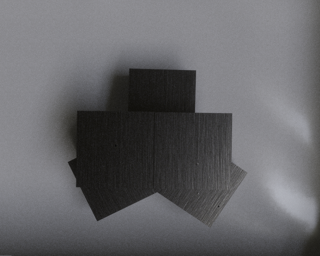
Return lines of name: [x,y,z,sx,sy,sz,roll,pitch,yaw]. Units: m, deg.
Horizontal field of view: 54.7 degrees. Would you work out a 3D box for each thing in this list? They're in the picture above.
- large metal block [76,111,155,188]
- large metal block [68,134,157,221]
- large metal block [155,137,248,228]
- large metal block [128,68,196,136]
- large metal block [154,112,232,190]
large metal block: [-0.046,0.022,0.347,0.081,0.050,0.080,1,90,0]
large metal block: [-0.057,0.059,0.397,0.080,0.050,0.080,-26,90,0]
large metal block: [0.050,0.064,0.396,0.080,0.050,0.080,34,90,0]
large metal block: [0.002,-0.031,0.397,0.081,0.050,0.080,2,90,0]
large metal block: [0.034,0.024,0.346,0.081,0.050,0.080,1,90,0]
